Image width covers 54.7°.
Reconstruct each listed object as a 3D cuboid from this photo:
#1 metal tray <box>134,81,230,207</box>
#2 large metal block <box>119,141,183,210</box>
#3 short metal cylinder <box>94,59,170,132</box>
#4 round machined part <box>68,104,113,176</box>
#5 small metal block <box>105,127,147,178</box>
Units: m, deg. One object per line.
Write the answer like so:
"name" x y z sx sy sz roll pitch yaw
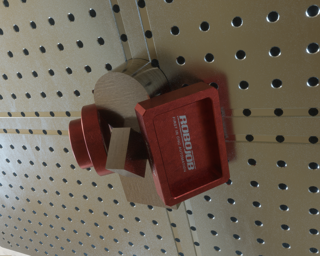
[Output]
"metal tray" 0.030 0.020 0.368 0.030 0.091 0.129 -137 31 -60
"large metal block" -0.009 0.063 0.438 0.080 0.050 0.080 2 120 27
"short metal cylinder" -0.034 -0.040 0.387 0.080 0.050 0.079 13 124 21
"round machined part" -0.091 0.018 0.418 0.042 0.098 0.097 -14 116 -2
"small metal block" -0.038 0.031 0.380 0.025 0.050 0.050 -2 160 26
